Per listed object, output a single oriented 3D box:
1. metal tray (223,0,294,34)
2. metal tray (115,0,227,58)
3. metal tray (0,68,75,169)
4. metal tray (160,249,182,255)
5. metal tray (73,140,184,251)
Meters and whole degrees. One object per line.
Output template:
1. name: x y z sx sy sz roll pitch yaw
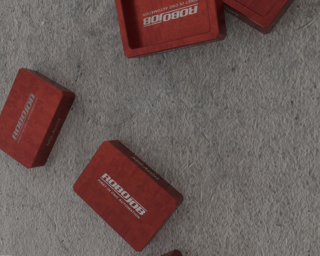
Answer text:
1. metal tray: 0.102 -0.185 0.370 0.130 0.030 0.090 39 102 15
2. metal tray: 0.010 -0.142 0.381 0.130 0.030 0.089 -4 100 29
3. metal tray: -0.197 -0.015 0.476 0.090 0.030 0.129 30 100 17
4. metal tray: 0.012 0.238 0.402 0.090 0.030 0.130 -30 80 17
5. metal tray: -0.045 0.089 0.422 0.130 0.030 0.090 39 102 15
